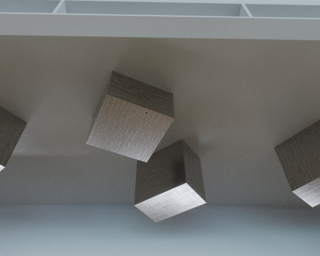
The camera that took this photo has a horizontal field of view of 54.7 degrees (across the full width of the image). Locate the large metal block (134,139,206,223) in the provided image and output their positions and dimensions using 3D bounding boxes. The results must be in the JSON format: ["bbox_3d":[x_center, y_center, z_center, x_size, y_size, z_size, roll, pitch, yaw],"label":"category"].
[{"bbox_3d":[0.013,0.074,0.436,0.080,0.080,0.050,-28,125,21],"label":"large metal block"}]

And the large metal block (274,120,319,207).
[{"bbox_3d":[0.213,0.045,0.415,0.050,0.080,0.080,36,121,-27],"label":"large metal block"}]

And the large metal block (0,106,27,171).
[{"bbox_3d":[-0.225,0.026,0.392,0.080,0.080,0.050,-35,122,25],"label":"large metal block"}]

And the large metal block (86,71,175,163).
[{"bbox_3d":[-0.037,-0.012,0.382,0.081,0.050,0.079,19,127,-16],"label":"large metal block"}]
